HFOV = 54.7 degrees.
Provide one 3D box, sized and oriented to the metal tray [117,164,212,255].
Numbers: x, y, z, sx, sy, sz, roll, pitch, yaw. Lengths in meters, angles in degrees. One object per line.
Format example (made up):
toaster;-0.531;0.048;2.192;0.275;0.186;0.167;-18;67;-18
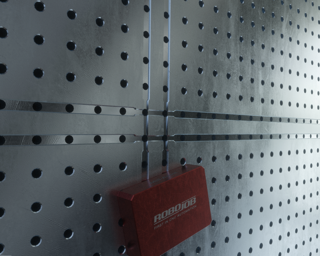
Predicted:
metal tray;0.012;0.110;0.418;0.131;0.030;0.089;-15;100;-39
